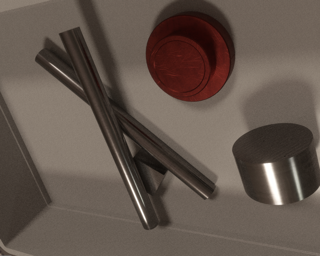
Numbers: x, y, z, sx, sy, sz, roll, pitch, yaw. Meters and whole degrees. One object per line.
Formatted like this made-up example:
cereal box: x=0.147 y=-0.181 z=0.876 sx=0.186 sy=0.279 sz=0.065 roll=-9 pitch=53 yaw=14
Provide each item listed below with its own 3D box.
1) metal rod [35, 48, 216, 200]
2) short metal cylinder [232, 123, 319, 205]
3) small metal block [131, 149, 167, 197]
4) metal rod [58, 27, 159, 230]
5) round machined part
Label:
metal rod: x=-0.048 y=-0.006 z=0.428 sx=0.300 sy=0.025 sz=0.025 roll=39 pitch=129 yaw=1
short metal cylinder: x=0.123 y=0.036 z=0.330 sx=0.080 sy=0.080 sz=0.050 roll=-9 pitch=114 yaw=31
small metal block: x=-0.018 y=0.066 z=0.458 sx=0.050 sy=0.025 sz=0.050 roll=30 pitch=128 yaw=9
metal rod: x=-0.059 y=0.017 z=0.415 sx=0.025 sy=0.025 sz=0.298 roll=-5 pitch=117 yaw=30
round machined part: x=0.028 y=-0.072 z=0.337 sx=0.098 sy=0.042 sz=0.097 roll=13 pitch=124 yaw=20
